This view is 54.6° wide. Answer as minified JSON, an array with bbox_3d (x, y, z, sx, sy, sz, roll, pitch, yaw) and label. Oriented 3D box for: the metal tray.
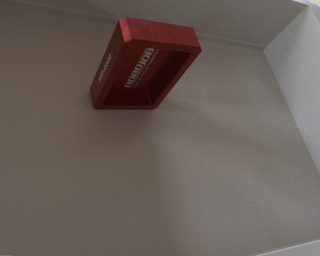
[{"bbox_3d":[-0.022,-0.067,0.367,0.091,0.129,0.030,-2,63,-29],"label":"metal tray"}]
